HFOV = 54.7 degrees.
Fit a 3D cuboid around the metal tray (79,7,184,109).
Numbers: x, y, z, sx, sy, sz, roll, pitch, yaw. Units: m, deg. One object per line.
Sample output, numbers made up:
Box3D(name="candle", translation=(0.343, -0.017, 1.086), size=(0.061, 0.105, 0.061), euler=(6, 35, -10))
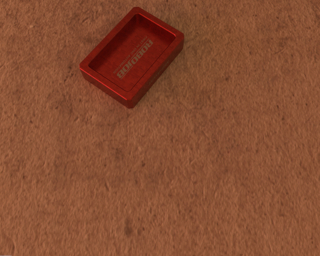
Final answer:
Box3D(name="metal tray", translation=(-0.038, -0.103, 0.442), size=(0.090, 0.030, 0.130), euler=(34, 73, 11))
